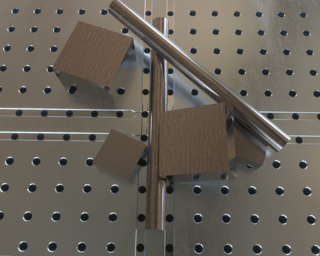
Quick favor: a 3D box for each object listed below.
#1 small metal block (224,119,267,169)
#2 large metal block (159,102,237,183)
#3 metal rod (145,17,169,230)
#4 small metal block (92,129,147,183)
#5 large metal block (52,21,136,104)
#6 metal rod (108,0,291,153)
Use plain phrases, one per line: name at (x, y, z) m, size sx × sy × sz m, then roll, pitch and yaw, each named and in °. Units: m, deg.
small metal block at (0.112, 0.020, 0.405) m, size 0.050 × 0.025 × 0.050 m, roll 18°, pitch 71°, yaw 6°
large metal block at (0.046, 0.021, 0.377) m, size 0.080 × 0.050 × 0.080 m, roll -8°, pitch 69°, yaw 21°
metal rod at (-0.002, -0.020, 0.418) m, size 0.025 × 0.025 × 0.299 m, roll 1°, pitch 70°, yaw 0°
small metal block at (-0.050, 0.036, 0.398) m, size 0.050 × 0.025 × 0.050 m, roll 24°, pitch 72°, yaw 8°
large metal block at (-0.088, -0.091, 0.431) m, size 0.080 × 0.050 × 0.080 m, roll 19°, pitch 71°, yaw 7°
metal rod at (0.043, -0.077, 0.412) m, size 0.300 × 0.025 × 0.025 m, roll 42°, pitch 75°, yaw 13°
